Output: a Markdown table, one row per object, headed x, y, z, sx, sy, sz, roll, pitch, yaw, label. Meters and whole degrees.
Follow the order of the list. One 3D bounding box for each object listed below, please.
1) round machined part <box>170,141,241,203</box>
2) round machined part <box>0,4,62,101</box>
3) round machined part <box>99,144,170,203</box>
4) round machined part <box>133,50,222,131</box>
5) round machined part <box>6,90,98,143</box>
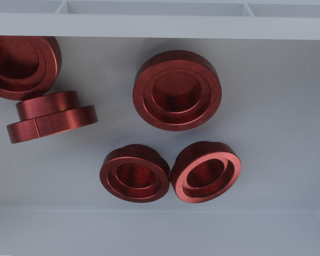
| x | y | z | sx | sy | sz | roll | pitch | yaw | label |
| --- | --- | --- | --- | --- | --- | --- | --- | --- | --- |
| 0.060 | 0.057 | 0.434 | 0.099 | 0.042 | 0.097 | -12 | 130 | -14 | round machined part |
| -0.153 | -0.081 | 0.326 | 0.099 | 0.042 | 0.097 | 0 | 128 | 0 | round machined part |
| -0.033 | 0.061 | 0.444 | 0.099 | 0.042 | 0.097 | 4 | 131 | 5 | round machined part |
| 0.019 | -0.046 | 0.359 | 0.099 | 0.042 | 0.097 | 0 | 130 | 0 | round machined part |
| -0.125 | -0.015 | 0.358 | 0.098 | 0.098 | 0.042 | -13 | 95 | 11 | round machined part |
